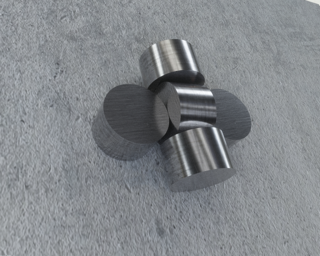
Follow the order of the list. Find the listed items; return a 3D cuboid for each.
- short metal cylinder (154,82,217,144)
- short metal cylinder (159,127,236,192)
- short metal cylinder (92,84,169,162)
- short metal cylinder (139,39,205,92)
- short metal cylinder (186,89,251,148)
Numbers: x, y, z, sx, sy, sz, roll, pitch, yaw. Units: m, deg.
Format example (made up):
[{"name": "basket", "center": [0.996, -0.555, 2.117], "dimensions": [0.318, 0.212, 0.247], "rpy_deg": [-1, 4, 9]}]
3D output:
[{"name": "short metal cylinder", "center": [0.027, -0.017, 0.396], "dimensions": [0.050, 0.080, 0.080], "rpy_deg": [0, 62, -28]}, {"name": "short metal cylinder", "center": [0.044, 0.040, 0.370], "dimensions": [0.081, 0.080, 0.050], "rpy_deg": [0, 62, -28]}, {"name": "short metal cylinder", "center": [-0.036, -0.006, 0.373], "dimensions": [0.081, 0.050, 0.080], "rpy_deg": [14, 55, -21]}, {"name": "short metal cylinder", "center": [0.015, -0.075, 0.424], "dimensions": [0.081, 0.080, 0.050], "rpy_deg": [0, 62, -28]}, {"name": "short metal cylinder", "center": [0.080, -0.008, 0.436], "dimensions": [0.081, 0.050, 0.080], "rpy_deg": [13, 57, -21]}]
